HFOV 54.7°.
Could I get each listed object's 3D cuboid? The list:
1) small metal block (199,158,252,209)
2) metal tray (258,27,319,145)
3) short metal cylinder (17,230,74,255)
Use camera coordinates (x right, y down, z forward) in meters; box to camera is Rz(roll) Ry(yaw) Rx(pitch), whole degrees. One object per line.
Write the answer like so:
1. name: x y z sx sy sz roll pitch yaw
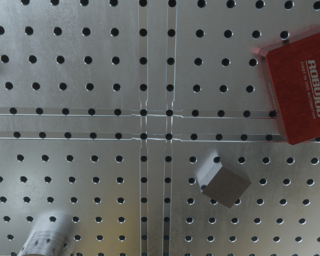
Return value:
1. small metal block: 0.093 0.079 0.443 0.050 0.025 0.050 31 107 -11
2. metal tray: 0.188 -0.052 0.393 0.090 0.030 0.129 -20 109 7
3. short metal cylinder: -0.179 0.206 0.474 0.081 0.050 0.079 0 110 0
